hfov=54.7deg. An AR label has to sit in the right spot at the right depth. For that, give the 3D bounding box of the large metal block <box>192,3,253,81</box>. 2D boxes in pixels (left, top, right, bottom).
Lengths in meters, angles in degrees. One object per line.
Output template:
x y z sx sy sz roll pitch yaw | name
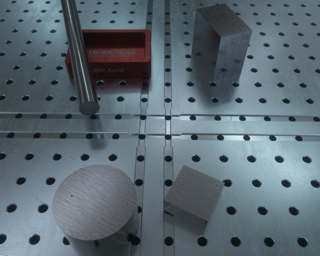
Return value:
0.093 -0.135 0.487 0.050 0.080 0.080 -17 52 -14 | large metal block

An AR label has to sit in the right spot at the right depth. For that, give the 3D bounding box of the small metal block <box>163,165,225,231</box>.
0.038 0.076 0.344 0.050 0.025 0.050 22 53 17 | small metal block

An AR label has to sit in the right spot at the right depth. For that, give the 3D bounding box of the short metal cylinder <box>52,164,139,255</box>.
-0.063 0.085 0.319 0.081 0.050 0.080 0 50 0 | short metal cylinder

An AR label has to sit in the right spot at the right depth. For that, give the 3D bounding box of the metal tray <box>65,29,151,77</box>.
-0.080 -0.124 0.507 0.131 0.030 0.090 -1 50 -1 | metal tray

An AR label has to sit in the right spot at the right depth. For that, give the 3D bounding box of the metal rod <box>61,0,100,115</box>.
-0.130 -0.135 0.479 0.025 0.025 0.300 -12 51 -11 | metal rod
